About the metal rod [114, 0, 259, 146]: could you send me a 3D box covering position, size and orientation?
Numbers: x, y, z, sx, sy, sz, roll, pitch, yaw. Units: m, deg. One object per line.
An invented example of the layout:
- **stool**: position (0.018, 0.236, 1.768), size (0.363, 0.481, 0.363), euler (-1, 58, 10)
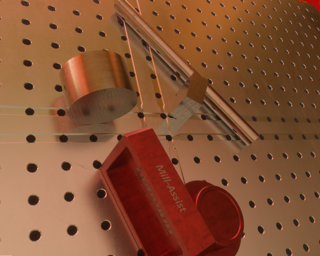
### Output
- **metal rod**: position (0.039, -0.089, 0.485), size (0.300, 0.025, 0.025), euler (46, 51, 4)

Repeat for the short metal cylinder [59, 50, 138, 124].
- **short metal cylinder**: position (-0.072, -0.045, 0.363), size (0.081, 0.080, 0.050), euler (-6, 65, -31)

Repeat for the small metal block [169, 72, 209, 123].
- **small metal block**: position (0.041, -0.043, 0.443), size (0.025, 0.050, 0.050), euler (28, 52, -11)

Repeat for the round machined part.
- **round machined part**: position (0.057, 0.106, 0.358), size (0.099, 0.042, 0.098), euler (19, 50, -24)

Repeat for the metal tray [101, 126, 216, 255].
- **metal tray**: position (-0.009, 0.075, 0.317), size (0.030, 0.090, 0.130), euler (-19, 72, -35)
